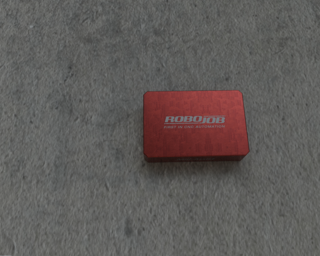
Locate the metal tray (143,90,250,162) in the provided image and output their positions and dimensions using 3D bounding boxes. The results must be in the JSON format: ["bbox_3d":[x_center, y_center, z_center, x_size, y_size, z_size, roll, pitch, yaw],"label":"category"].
[{"bbox_3d":[0.044,-0.003,0.407,0.131,0.030,0.090,-1,70,-1],"label":"metal tray"}]
